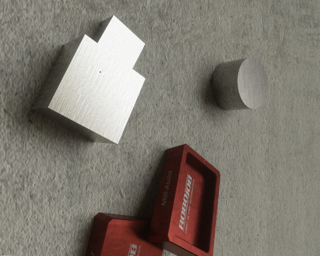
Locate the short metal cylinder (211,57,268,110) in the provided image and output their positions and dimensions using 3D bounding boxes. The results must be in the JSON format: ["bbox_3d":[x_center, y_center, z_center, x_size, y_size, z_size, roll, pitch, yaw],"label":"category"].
[{"bbox_3d":[0.128,-0.069,0.495,0.081,0.050,0.080,0,90,-40],"label":"short metal cylinder"}]

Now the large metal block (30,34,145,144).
[{"bbox_3d":[-0.074,-0.037,0.327,0.080,0.050,0.080,33,70,-35],"label":"large metal block"}]

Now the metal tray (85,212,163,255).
[{"bbox_3d":[-0.045,0.171,0.364,0.091,0.030,0.129,20,77,-38],"label":"metal tray"}]

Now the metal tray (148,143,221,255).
[{"bbox_3d":[0.038,0.098,0.407,0.090,0.030,0.130,40,48,-33],"label":"metal tray"}]

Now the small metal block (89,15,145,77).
[{"bbox_3d":[-0.052,-0.092,0.360,0.050,0.025,0.050,37,68,-34],"label":"small metal block"}]
